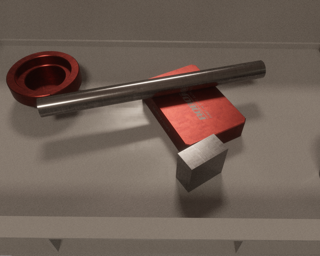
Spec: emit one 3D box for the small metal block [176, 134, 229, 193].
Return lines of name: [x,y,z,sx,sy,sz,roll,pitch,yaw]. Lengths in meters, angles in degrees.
small metal block: [0.047,0.041,0.355,0.050,0.050,0.025,-27,55,-21]

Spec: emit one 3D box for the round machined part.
round machined part: [-0.162,-0.064,0.446,0.099,0.042,0.098,0,50,0]

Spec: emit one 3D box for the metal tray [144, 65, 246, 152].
metal tray: [0.042,-0.028,0.426,0.091,0.030,0.130,-22,54,-18]

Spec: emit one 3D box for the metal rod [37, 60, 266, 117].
metal rod: [-0.004,-0.054,0.410,0.302,0.025,0.025,-11,51,-10]
